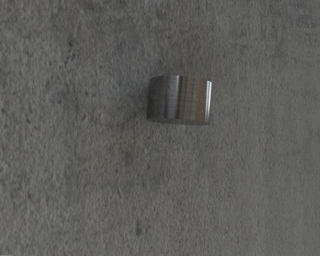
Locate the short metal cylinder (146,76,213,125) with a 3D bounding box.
[{"bbox_3d":[0.025,-0.032,0.392,0.081,0.080,0.050,8,85,-40],"label":"short metal cylinder"}]
